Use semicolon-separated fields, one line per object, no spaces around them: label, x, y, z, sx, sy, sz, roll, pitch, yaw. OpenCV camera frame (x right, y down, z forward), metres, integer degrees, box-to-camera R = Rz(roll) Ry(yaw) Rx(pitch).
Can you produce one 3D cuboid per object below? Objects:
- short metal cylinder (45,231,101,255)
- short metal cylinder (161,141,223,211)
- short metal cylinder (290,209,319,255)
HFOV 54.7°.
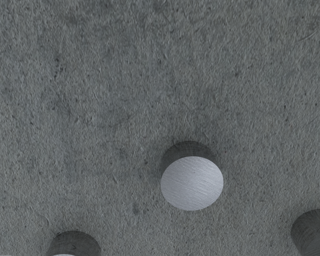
short metal cylinder;-0.135;0.205;0.471;0.081;0.050;0.079;0;110;0
short metal cylinder;0.041;0.064;0.420;0.081;0.050;0.079;0;110;0
short metal cylinder;0.244;0.169;0.461;0.081;0.050;0.079;0;110;0
